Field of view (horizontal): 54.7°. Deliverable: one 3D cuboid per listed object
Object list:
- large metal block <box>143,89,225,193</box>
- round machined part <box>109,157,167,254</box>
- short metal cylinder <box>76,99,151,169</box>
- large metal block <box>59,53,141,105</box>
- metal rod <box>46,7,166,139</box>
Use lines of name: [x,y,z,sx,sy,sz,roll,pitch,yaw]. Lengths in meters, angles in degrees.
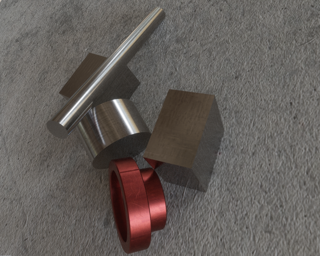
large metal block: [0.031,0.016,0.338,0.050,0.080,0.080,11,67,24]
round machined part: [-0.024,0.079,0.332,0.042,0.097,0.098,-8,50,-19]
short metal cylinder: [-0.056,0.008,0.384,0.080,0.080,0.050,-33,69,6]
large metal block: [-0.091,-0.061,0.471,0.080,0.050,0.080,23,74,36]
metal rod: [-0.054,-0.095,0.421,0.025,0.025,0.301,-1,40,27]
